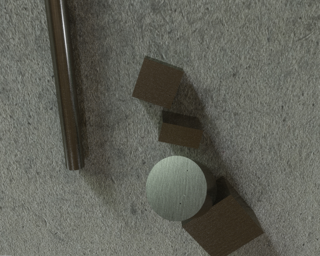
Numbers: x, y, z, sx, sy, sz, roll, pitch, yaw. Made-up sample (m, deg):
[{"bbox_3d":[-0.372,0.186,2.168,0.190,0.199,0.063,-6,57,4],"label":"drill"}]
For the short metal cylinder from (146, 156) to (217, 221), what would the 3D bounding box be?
[{"bbox_3d":[0.029,0.079,0.405,0.080,0.050,0.080,-6,76,23],"label":"short metal cylinder"}]

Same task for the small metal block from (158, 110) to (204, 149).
[{"bbox_3d":[0.025,0.001,0.397,0.050,0.050,0.025,12,110,-5],"label":"small metal block"}]

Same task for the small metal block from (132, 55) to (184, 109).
[{"bbox_3d":[-0.003,-0.057,0.389,0.050,0.025,0.050,18,109,-7],"label":"small metal block"}]

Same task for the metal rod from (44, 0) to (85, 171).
[{"bbox_3d":[-0.118,-0.087,0.376,0.025,0.025,0.298,-1,110,0],"label":"metal rod"}]

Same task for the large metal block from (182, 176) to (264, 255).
[{"bbox_3d":[0.086,0.130,0.446,0.080,0.050,0.080,-38,106,12],"label":"large metal block"}]
